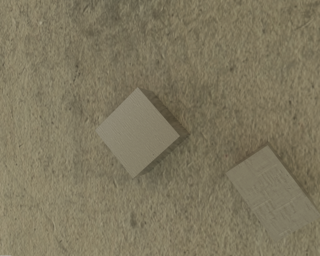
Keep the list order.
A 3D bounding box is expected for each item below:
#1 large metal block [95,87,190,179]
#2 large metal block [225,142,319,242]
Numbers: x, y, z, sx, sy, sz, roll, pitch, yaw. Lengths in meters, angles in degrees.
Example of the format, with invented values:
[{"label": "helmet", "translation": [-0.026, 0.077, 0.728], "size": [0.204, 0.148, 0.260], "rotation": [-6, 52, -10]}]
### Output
[{"label": "large metal block", "translation": [-0.022, 0.006, 0.402], "size": [0.080, 0.050, 0.080], "rotation": [-43, 77, 14]}, {"label": "large metal block", "translation": [0.121, 0.063, 0.337], "size": [0.050, 0.080, 0.080], "rotation": [-38, 78, 16]}]
